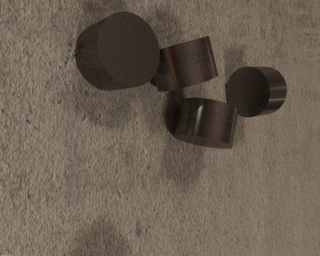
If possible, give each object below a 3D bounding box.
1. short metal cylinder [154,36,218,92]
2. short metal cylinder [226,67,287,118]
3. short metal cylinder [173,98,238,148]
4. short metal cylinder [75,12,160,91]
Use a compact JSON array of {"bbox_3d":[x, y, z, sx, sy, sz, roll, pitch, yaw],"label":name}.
[{"bbox_3d":[0.029,-0.082,0.395,0.081,0.080,0.050,-26,107,-37],"label":"short metal cylinder"},{"bbox_3d":[0.155,-0.059,0.502,0.050,0.080,0.079,-9,96,-40],"label":"short metal cylinder"},{"bbox_3d":[0.063,-0.005,0.424,0.080,0.080,0.050,20,78,-39],"label":"short metal cylinder"},{"bbox_3d":[-0.047,-0.084,0.350,0.081,0.050,0.079,0,90,-40],"label":"short metal cylinder"}]
